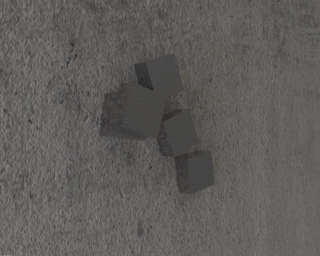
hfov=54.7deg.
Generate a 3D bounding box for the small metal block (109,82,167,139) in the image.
[{"bbox_3d":[-0.024,-0.019,0.352,0.050,0.025,0.050,21,77,-38],"label":"small metal block"}]

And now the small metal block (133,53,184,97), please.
[{"bbox_3d":[-0.001,-0.066,0.404,0.050,0.025,0.050,-26,106,-37],"label":"small metal block"}]

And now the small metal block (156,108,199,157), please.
[{"bbox_3d":[0.021,0.006,0.422,0.050,0.025,0.050,-28,108,-36],"label":"small metal block"}]

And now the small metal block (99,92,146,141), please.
[{"bbox_3d":[-0.041,-0.012,0.370,0.050,0.025,0.050,11,83,-39],"label":"small metal block"}]

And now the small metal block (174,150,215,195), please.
[{"bbox_3d":[0.050,0.063,0.447,0.050,0.025,0.050,-12,98,-39],"label":"small metal block"}]
